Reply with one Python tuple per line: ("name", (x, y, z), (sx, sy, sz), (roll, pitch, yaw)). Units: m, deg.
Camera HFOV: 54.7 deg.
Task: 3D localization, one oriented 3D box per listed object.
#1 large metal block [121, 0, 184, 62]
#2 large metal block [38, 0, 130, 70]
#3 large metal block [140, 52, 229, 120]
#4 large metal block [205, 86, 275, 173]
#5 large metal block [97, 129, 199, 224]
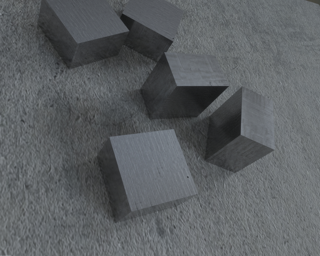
("large metal block", (-0.017, -0.159, 0.475), (0.080, 0.050, 0.080), (26, 53, -12))
("large metal block", (-0.103, -0.134, 0.414), (0.081, 0.050, 0.080), (-28, 78, -37))
("large metal block", (0.030, -0.054, 0.418), (0.081, 0.080, 0.050), (-5, 64, -30))
("large metal block", (0.108, 0.004, 0.424), (0.050, 0.080, 0.080), (23, 53, -14))
("large metal block", (-0.016, 0.052, 0.347), (0.081, 0.050, 0.080), (-7, 65, -31))
